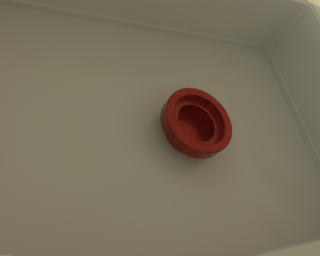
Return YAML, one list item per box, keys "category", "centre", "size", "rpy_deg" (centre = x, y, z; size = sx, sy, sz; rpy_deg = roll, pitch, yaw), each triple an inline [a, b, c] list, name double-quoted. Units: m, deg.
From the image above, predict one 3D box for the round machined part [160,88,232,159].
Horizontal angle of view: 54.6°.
- category: "round machined part"
  centre: [0.045, -0.003, 0.420]
  size: [0.099, 0.042, 0.098]
  rpy_deg: [13, 56, -21]
